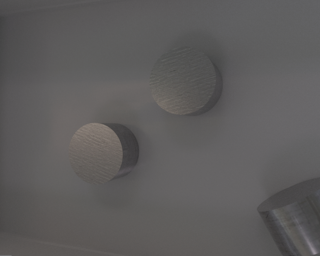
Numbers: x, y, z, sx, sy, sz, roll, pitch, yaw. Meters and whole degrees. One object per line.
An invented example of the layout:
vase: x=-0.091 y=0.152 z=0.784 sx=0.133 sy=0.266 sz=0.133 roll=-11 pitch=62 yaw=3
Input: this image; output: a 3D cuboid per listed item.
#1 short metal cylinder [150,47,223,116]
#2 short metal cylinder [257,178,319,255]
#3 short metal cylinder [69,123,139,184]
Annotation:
short metal cylinder: x=0.034 y=-0.055 z=0.385 sx=0.080 sy=0.050 sz=0.080 roll=0 pitch=90 yaw=20
short metal cylinder: x=0.152 y=0.092 z=0.327 sx=0.080 sy=0.080 sz=0.050 roll=-30 pitch=80 yaw=17
short metal cylinder: x=-0.076 y=0.033 z=0.424 sx=0.080 sy=0.050 sz=0.080 roll=0 pitch=90 yaw=20
